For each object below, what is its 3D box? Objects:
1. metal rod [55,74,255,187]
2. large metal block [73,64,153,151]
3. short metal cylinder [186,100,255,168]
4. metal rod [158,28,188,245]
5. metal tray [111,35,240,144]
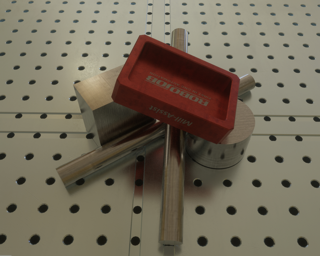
[{"bbox_3d":[0.010,-0.006,0.413,0.302,0.025,0.025,-27,55,-21],"label":"metal rod"},{"bbox_3d":[-0.054,-0.026,0.392,0.081,0.080,0.050,-27,56,-21],"label":"large metal block"},{"bbox_3d":[0.073,0.003,0.388,0.081,0.050,0.080,0,50,0],"label":"short metal cylinder"},{"bbox_3d":[0.020,-0.012,0.389,0.025,0.025,0.299,3,59,2],"label":"metal rod"},{"bbox_3d":[0.022,-0.046,0.351,0.131,0.030,0.090,22,51,-6],"label":"metal tray"}]
